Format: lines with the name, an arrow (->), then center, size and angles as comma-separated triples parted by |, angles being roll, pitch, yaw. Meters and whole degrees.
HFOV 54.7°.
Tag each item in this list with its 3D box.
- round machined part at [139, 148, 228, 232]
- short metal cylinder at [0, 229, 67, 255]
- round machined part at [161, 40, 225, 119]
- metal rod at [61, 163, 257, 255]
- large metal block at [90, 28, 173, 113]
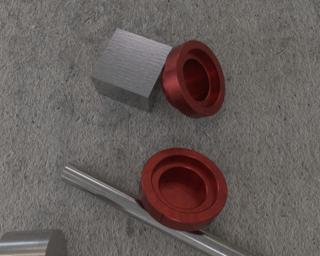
round machined part -> 0.024, 0.074, 0.360 | 0.099, 0.042, 0.098 | 8, 47, -8
short metal cylinder -> -0.134, 0.148, 0.324 | 0.050, 0.080, 0.080 | -2, 70, -1
round machined part -> 0.039, -0.060, 0.403 | 0.099, 0.042, 0.098 | 11, 74, -43
metal rod -> 0.019, 0.117, 0.365 | 0.301, 0.025, 0.025 | 25, 72, 8
large metal block -> -0.036, -0.078, 0.423 | 0.080, 0.050, 0.080 | 21, 71, 8
